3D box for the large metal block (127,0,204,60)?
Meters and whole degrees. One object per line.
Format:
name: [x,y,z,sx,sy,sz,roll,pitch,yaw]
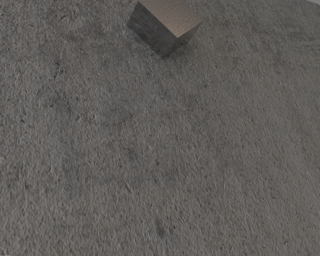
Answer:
large metal block: [0.009,-0.168,0.495,0.080,0.050,0.080,45,51,2]
